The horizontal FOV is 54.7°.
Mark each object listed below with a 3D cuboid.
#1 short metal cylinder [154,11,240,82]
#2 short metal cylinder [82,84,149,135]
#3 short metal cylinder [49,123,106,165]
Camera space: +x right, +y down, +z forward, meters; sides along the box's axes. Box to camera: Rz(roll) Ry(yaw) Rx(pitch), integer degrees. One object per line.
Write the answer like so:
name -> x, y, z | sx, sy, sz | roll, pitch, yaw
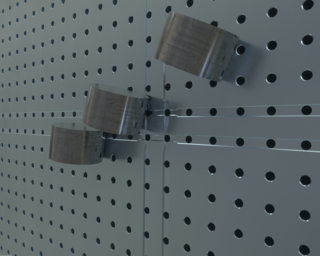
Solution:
short metal cylinder -> 0.039, -0.088, 0.340 | 0.080, 0.081, 0.050 | 32, 110, 35
short metal cylinder -> -0.060, -0.027, 0.421 | 0.080, 0.081, 0.050 | 23, 105, 37
short metal cylinder -> -0.126, 0.022, 0.475 | 0.080, 0.081, 0.050 | 12, 98, 39
